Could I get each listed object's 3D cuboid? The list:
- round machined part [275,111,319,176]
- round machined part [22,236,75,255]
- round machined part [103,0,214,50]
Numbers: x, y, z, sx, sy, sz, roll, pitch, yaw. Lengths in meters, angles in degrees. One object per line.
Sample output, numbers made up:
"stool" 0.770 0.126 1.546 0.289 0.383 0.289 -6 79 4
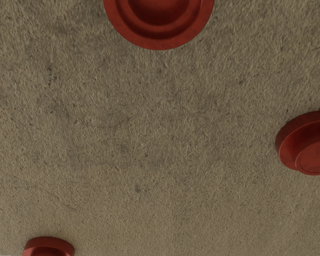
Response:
"round machined part" 0.212 0.027 0.421 0.099 0.042 0.097 0 130 0
"round machined part" -0.223 0.260 0.616 0.099 0.042 0.097 0 130 0
"round machined part" -0.001 -0.127 0.288 0.099 0.042 0.097 0 130 0
